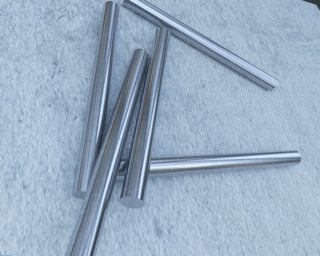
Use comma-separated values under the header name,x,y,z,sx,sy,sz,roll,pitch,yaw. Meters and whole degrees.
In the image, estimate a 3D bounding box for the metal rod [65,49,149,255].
name,x,y,z,sx,sy,sz,roll,pitch,yaw
metal rod,-0.048,0.004,0.355,0.025,0.025,0.300,24,47,-15

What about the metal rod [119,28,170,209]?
name,x,y,z,sx,sy,sz,roll,pitch,yaw
metal rod,-0.012,-0.039,0.402,0.025,0.025,0.300,22,47,-16

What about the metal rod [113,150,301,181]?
name,x,y,z,sx,sy,sz,roll,pitch,yaw
metal rod,0.081,0.047,0.420,0.303,0.025,0.025,0,62,-29

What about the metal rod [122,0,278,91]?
name,x,y,z,sx,sy,sz,roll,pitch,yaw
metal rod,0.075,-0.145,0.535,0.301,0.025,0.025,27,52,-12

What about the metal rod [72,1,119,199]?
name,x,y,z,sx,sy,sz,roll,pitch,yaw
metal rod,-0.077,-0.058,0.398,0.025,0.025,0.299,14,56,-21
